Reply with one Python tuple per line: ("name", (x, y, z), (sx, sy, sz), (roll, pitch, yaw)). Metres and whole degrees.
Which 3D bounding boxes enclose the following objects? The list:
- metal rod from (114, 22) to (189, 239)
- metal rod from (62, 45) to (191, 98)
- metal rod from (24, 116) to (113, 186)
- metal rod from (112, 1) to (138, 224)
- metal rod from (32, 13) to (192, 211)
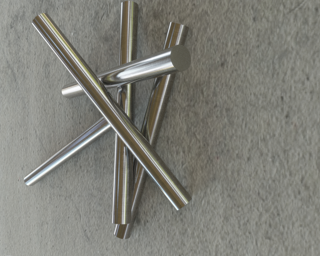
("metal rod", (-0.015, 0.013, 0.415), (0.025, 0.025, 0.298), (25, 106, 37))
("metal rod", (-0.068, -0.064, 0.411), (0.299, 0.025, 0.025), (-1, 90, 54))
("metal rod", (-0.152, 0.038, 0.527), (0.299, 0.025, 0.025), (-32, 70, 35))
("metal rod", (-0.046, -0.026, 0.420), (0.025, 0.025, 0.298), (-5, 81, 39))
("metal rod", (-0.063, -0.024, 0.392), (0.025, 0.025, 0.300), (-41, 85, 32))
